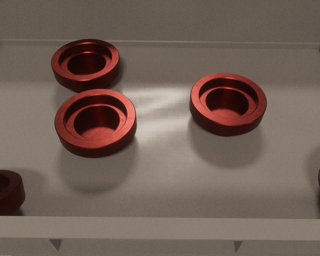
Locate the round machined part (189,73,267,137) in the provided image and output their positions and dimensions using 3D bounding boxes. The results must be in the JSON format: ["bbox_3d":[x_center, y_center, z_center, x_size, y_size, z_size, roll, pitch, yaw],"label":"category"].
[{"bbox_3d":[0.089,-0.027,0.418,0.099,0.042,0.098,0,50,0],"label":"round machined part"}]

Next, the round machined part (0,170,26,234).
[{"bbox_3d":[-0.185,0.080,0.305,0.099,0.042,0.098,-3,16,1],"label":"round machined part"}]

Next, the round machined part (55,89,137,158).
[{"bbox_3d":[-0.079,-0.001,0.394,0.099,0.042,0.098,0,50,0],"label":"round machined part"}]

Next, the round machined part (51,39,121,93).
[{"bbox_3d":[-0.108,-0.089,0.467,0.099,0.042,0.098,0,50,0],"label":"round machined part"}]
